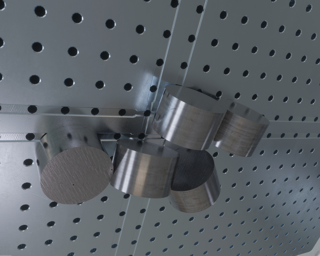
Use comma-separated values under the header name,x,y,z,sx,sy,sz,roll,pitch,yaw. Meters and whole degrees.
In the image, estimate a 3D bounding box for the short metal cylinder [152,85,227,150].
name,x,y,z,sx,sy,sz,roll,pitch,yaw
short metal cylinder,0.036,-0.015,0.386,0.081,0.080,0.050,7,115,-32

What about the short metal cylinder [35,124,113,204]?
name,x,y,z,sx,sy,sz,roll,pitch,yaw
short metal cylinder,-0.101,0.042,0.366,0.081,0.050,0.079,-14,124,-21

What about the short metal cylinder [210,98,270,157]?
name,x,y,z,sx,sy,sz,roll,pitch,yaw
short metal cylinder,0.103,-0.003,0.430,0.081,0.080,0.050,9,114,-32

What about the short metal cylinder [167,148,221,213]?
name,x,y,z,sx,sy,sz,roll,pitch,yaw
short metal cylinder,0.043,0.073,0.444,0.080,0.080,0.050,-29,128,-10

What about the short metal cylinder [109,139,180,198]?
name,x,y,z,sx,sy,sz,roll,pitch,yaw
short metal cylinder,-0.020,0.048,0.388,0.081,0.080,0.050,9,98,-32
